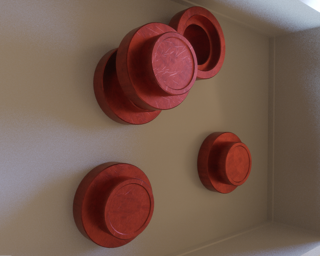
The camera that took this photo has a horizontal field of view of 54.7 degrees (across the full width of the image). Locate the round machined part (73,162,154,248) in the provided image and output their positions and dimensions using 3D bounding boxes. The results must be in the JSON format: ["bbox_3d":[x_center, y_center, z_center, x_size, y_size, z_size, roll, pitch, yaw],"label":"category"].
[{"bbox_3d":[-0.046,0.089,0.359,0.099,0.042,0.097,0,90,-40],"label":"round machined part"}]

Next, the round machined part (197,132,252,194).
[{"bbox_3d":[0.108,0.055,0.489,0.099,0.042,0.097,0,90,-40],"label":"round machined part"}]

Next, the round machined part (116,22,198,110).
[{"bbox_3d":[0.004,-0.069,0.346,0.099,0.042,0.097,0,90,-40],"label":"round machined part"}]

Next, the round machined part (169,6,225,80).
[{"bbox_3d":[0.045,-0.115,0.435,0.099,0.042,0.097,0,90,-40],"label":"round machined part"}]

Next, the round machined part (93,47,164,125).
[{"bbox_3d":[-0.026,-0.053,0.375,0.099,0.042,0.097,0,90,-40],"label":"round machined part"}]
